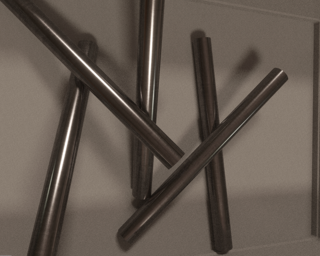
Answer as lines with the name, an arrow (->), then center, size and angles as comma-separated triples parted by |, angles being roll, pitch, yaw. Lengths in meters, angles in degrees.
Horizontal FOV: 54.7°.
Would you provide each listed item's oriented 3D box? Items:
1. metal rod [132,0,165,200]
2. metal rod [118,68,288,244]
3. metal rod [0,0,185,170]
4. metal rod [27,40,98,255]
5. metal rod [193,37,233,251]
metal rod -> -0.014, -0.049, 0.343 | 0.025, 0.025, 0.298 | -5, 116, -20
metal rod -> 0.061, 0.033, 0.411 | 0.300, 0.025, 0.025 | -45, 105, -6
metal rod -> -0.088, -0.070, 0.337 | 0.300, 0.025, 0.025 | 45, 75, 1
metal rod -> -0.100, 0.035, 0.316 | 0.025, 0.025, 0.299 | 15, 63, -20
metal rod -> 0.075, 0.024, 0.439 | 0.025, 0.025, 0.298 | -7, 93, -20
